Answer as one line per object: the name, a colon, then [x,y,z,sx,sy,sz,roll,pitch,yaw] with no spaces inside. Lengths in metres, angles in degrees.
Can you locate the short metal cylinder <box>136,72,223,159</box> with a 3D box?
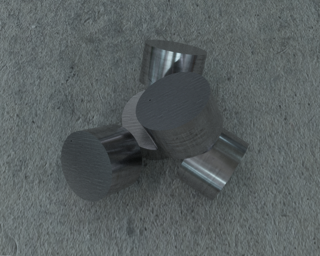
short metal cylinder: [0.021,-0.014,0.330,0.080,0.050,0.080,-15,46,17]

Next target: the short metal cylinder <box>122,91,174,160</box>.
short metal cylinder: [-0.006,-0.003,0.397,0.081,0.050,0.080,0,70,-1]

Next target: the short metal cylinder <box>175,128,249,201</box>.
short metal cylinder: [0.061,0.038,0.366,0.050,0.080,0.080,33,73,11]

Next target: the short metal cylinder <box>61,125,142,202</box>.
short metal cylinder: [-0.068,0.039,0.360,0.080,0.050,0.079,7,102,34]

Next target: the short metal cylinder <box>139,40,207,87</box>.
short metal cylinder: [0.016,-0.081,0.403,0.080,0.080,0.050,13,114,4]
